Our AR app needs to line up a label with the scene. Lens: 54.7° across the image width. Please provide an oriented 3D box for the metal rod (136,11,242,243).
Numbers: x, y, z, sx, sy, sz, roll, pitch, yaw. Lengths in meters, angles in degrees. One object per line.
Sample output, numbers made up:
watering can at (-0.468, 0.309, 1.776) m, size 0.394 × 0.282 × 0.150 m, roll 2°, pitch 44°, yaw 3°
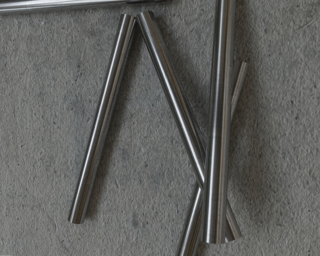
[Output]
metal rod at (0.030, -0.013, 0.379) m, size 0.025 × 0.025 × 0.299 m, roll -25°, pitch 75°, yaw 18°

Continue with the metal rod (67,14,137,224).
metal rod at (-0.082, -0.008, 0.437) m, size 0.025 × 0.025 × 0.298 m, roll 18°, pitch 96°, yaw 19°

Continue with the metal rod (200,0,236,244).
metal rod at (0.068, -0.028, 0.350) m, size 0.025 × 0.025 × 0.299 m, roll 1°, pitch 77°, yaw 20°

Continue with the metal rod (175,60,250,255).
metal rod at (0.058, 0.064, 0.388) m, size 0.025 × 0.025 × 0.298 m, roll 16°, pitch 95°, yaw 19°

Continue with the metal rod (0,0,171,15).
metal rod at (-0.130, -0.186, 0.454) m, size 0.301 × 0.025 × 0.025 m, roll 4°, pitch 91°, yaw 19°
